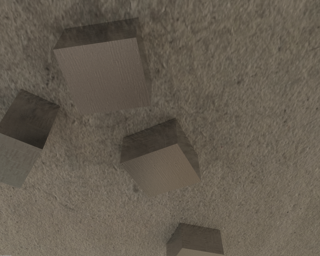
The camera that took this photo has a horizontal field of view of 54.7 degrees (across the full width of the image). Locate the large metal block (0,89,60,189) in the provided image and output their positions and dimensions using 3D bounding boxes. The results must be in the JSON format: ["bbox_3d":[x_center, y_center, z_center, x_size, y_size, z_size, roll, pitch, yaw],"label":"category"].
[{"bbox_3d":[-0.171,0.013,0.380,0.050,0.080,0.080,26,125,-21],"label":"large metal block"}]

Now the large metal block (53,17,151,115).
[{"bbox_3d":[-0.056,-0.065,0.334,0.080,0.050,0.080,-7,130,5],"label":"large metal block"}]

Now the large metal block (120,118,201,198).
[{"bbox_3d":[0.002,0.043,0.428,0.080,0.050,0.080,-21,128,16],"label":"large metal block"}]

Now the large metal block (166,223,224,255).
[{"bbox_3d":[0.064,0.230,0.588,0.081,0.050,0.079,14,129,-12],"label":"large metal block"}]
